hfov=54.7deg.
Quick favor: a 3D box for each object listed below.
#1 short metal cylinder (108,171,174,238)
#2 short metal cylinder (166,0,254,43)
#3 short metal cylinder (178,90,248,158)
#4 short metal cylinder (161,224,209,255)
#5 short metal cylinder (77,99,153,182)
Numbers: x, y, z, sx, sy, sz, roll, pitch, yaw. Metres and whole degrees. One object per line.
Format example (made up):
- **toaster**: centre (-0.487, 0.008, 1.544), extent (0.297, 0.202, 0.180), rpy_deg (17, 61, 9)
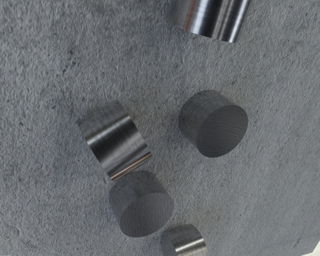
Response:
- **short metal cylinder**: centre (-0.027, 0.108, 0.442), extent (0.081, 0.050, 0.079), rpy_deg (-14, 124, -21)
- **short metal cylinder**: centre (0.052, -0.125, 0.322), extent (0.081, 0.080, 0.050), rpy_deg (2, 118, -29)
- **short metal cylinder**: centre (0.072, -0.006, 0.426), extent (0.081, 0.050, 0.079), rpy_deg (-14, 124, -21)
- **short metal cylinder**: centre (0.040, 0.209, 0.523), extent (0.050, 0.080, 0.079), rpy_deg (-13, 124, -21)
- **short metal cylinder**: centre (-0.051, 0.014, 0.352), extent (0.050, 0.080, 0.080), rpy_deg (-31, 129, -8)
